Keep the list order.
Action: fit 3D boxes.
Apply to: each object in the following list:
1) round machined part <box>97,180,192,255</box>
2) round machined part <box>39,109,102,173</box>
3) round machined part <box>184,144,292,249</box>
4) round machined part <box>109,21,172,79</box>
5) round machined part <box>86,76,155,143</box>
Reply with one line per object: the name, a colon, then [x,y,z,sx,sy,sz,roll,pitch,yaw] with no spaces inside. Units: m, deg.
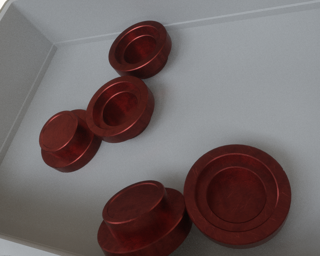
round machined part: [-0.020,0.090,0.319,0.098,0.042,0.098,-20,19,7]
round machined part: [-0.138,0.013,0.460,0.098,0.042,0.098,-13,56,21]
round machined part: [0.076,0.069,0.307,0.098,0.042,0.098,-8,57,14]
round machined part: [-0.026,-0.115,0.479,0.098,0.042,0.098,-13,56,21]
round machined part: [-0.051,-0.022,0.436,0.098,0.042,0.098,-13,56,21]
